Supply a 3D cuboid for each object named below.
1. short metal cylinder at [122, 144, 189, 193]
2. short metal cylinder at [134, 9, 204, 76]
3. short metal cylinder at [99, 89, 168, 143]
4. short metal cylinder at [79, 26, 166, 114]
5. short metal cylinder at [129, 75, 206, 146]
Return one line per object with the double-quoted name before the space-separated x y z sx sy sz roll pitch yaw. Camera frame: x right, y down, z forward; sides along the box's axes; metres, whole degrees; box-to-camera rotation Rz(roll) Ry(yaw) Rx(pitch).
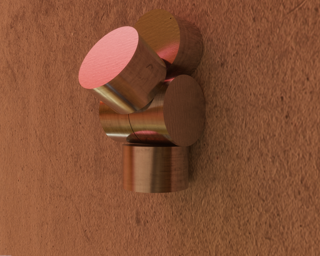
"short metal cylinder" -0.006 0.045 0.374 0.080 0.081 0.050 0 90 39
"short metal cylinder" 0.007 -0.099 0.384 0.080 0.050 0.079 0 90 39
"short metal cylinder" -0.029 -0.020 0.393 0.050 0.081 0.079 1 91 39
"short metal cylinder" -0.040 -0.062 0.335 0.080 0.050 0.080 -21 50 27
"short metal cylinder" 0.010 -0.019 0.360 0.050 0.081 0.079 0 90 40
